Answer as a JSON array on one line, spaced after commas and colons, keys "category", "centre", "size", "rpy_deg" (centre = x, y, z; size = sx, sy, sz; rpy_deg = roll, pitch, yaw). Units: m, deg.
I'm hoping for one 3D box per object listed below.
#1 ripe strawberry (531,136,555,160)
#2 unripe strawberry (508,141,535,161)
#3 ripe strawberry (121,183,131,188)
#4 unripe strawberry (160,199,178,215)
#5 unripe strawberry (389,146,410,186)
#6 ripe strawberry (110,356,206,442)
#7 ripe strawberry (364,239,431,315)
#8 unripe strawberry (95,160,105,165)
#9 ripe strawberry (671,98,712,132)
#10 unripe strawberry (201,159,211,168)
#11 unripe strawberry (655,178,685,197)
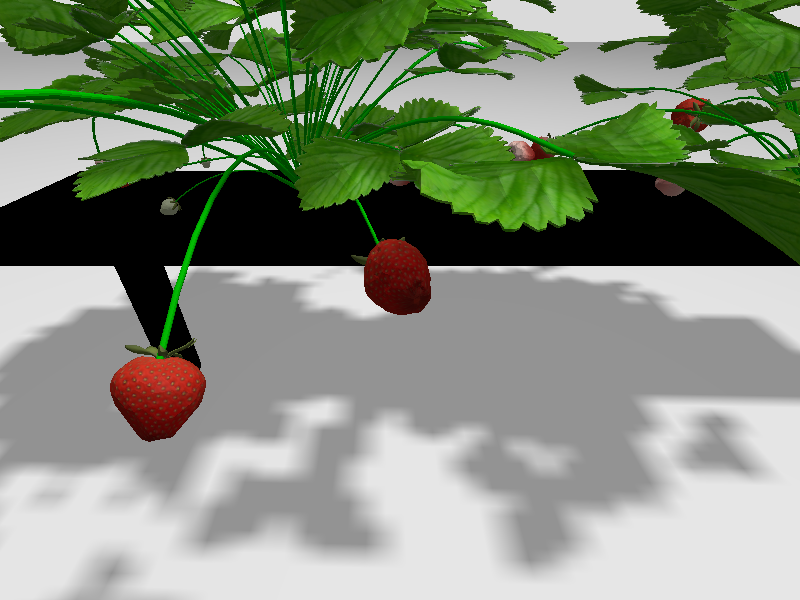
[{"category": "ripe strawberry", "centre": [0.152, -0.160, 0.432], "size": [0.028, 0.028, 0.026], "rpy_deg": [-33, 12, 40]}, {"category": "unripe strawberry", "centre": [0.124, -0.149, 0.411], "size": [0.028, 0.027, 0.030], "rpy_deg": [-6, 34, -19]}, {"category": "ripe strawberry", "centre": [-0.256, -0.116, 0.366], "size": [0.027, 0.023, 0.027], "rpy_deg": [3, 34, 5]}, {"category": "unripe strawberry", "centre": [-0.181, -0.072, 0.313], "size": [0.013, 0.013, 0.011], "rpy_deg": [47, -6, 47]}, {"category": "unripe strawberry", "centre": [0.003, -0.123, 0.365], "size": [0.037, 0.037, 0.041], "rpy_deg": [-7, 35, -12]}, {"category": "ripe strawberry", "centre": [-0.087, 0.035, 0.144], "size": [0.030, 0.030, 0.025], "rpy_deg": [0, -9, 0]}, {"category": "ripe strawberry", "centre": [0.000, -0.009, 0.197], "size": [0.034, 0.039, 0.037], "rpy_deg": [-15, 39, -21]}, {"category": "unripe strawberry", "centre": [-0.284, -0.130, 0.386], "size": [0.015, 0.015, 0.014], "rpy_deg": [7, 35, 10]}, {"category": "ripe strawberry", "centre": [0.393, -0.248, 0.540], "size": [0.050, 0.045, 0.045], "rpy_deg": [4, 24, 5]}, {"category": "unripe strawberry", "centre": [-0.194, -0.137, 0.401], "size": [0.010, 0.010, 0.009], "rpy_deg": [17, 38, 23]}, {"category": "unripe strawberry", "centre": [0.235, -0.103, 0.348], "size": [0.026, 0.025, 0.024], "rpy_deg": [-2, 34, -2]}]
